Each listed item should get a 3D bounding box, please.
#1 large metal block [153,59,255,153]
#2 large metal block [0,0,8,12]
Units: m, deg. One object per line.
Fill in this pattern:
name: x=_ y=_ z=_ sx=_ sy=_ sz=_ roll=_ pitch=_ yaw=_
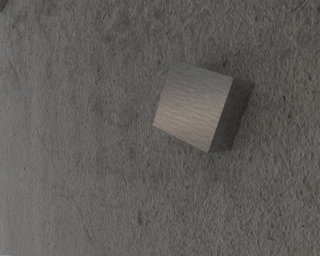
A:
large metal block: x=0.047 y=-0.026 z=0.350 sx=0.080 sy=0.050 sz=0.079 roll=27 pitch=107 yaw=37
large metal block: x=-0.378 y=-0.327 z=0.701 sx=0.080 sy=0.050 sz=0.080 roll=-34 pitch=69 yaw=35
